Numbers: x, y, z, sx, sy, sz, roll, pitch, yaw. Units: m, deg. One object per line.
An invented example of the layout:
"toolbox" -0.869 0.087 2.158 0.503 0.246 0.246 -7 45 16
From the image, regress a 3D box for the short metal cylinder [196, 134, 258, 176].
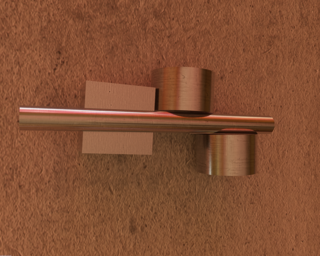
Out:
"short metal cylinder" 0.089 0.033 0.415 0.081 0.080 0.050 0 90 -20

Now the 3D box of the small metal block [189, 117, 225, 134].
"small metal block" 0.052 -0.005 0.416 0.050 0.050 0.025 1 90 -20

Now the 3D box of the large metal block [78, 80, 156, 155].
"large metal block" -0.054 -0.010 0.374 0.081 0.050 0.079 3 89 -20

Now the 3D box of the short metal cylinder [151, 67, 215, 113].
"short metal cylinder" 0.028 -0.045 0.393 0.081 0.080 0.050 2 90 -20

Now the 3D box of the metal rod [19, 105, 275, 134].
"metal rod" 0.004 -0.007 0.358 0.303 0.025 0.025 1 90 -22
